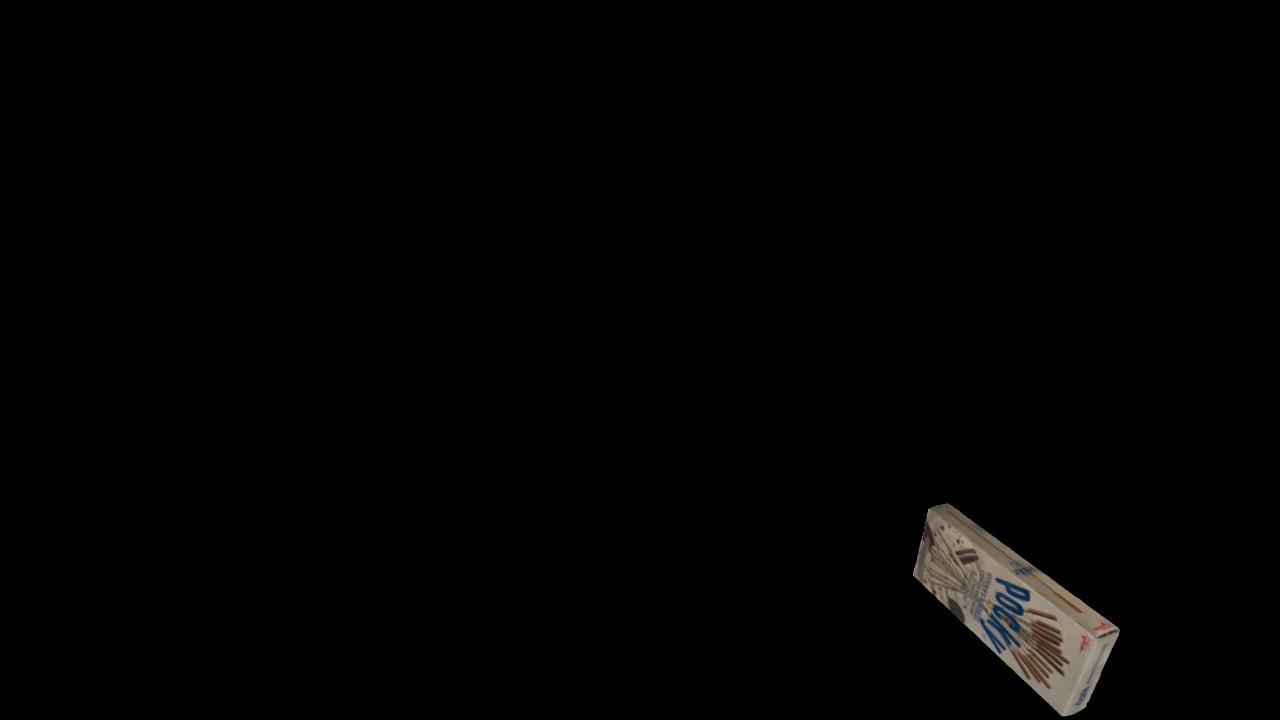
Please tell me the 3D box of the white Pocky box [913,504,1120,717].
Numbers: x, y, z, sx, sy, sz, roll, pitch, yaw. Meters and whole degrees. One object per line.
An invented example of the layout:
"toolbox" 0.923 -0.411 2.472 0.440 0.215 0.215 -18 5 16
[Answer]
"white Pocky box" 0.295 0.195 0.503 0.028 0.084 0.154 -9 26 -19
